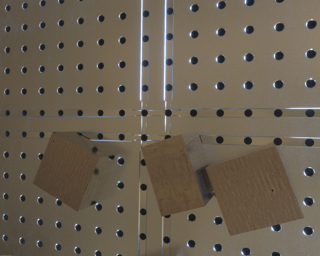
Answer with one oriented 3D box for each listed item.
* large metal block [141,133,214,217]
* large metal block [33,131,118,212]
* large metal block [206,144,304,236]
[{"bbox_3d":[0.026,0.052,0.374,0.050,0.080,0.080,-19,84,19],"label":"large metal block"},{"bbox_3d":[-0.120,0.058,0.440,0.080,0.050,0.080,26,98,17],"label":"large metal block"},{"bbox_3d":[0.109,0.069,0.361,0.080,0.050,0.080,-21,83,18],"label":"large metal block"}]
